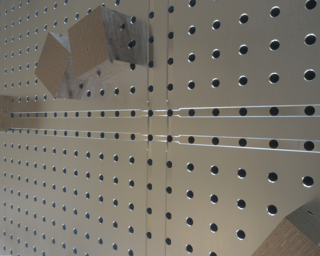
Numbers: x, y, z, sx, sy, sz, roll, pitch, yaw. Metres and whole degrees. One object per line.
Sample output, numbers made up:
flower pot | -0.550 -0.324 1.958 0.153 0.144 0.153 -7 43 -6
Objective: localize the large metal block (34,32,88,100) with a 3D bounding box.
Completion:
large metal block | -0.162 -0.105 0.529 0.080 0.050 0.080 44 117 31

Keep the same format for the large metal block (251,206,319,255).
large metal block | 0.132 0.133 0.285 0.080 0.050 0.080 43 116 31

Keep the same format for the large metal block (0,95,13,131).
large metal block | -0.384 -0.036 0.693 0.050 0.081 0.080 10 97 39

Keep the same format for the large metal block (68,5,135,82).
large metal block | -0.090 -0.123 0.469 0.080 0.050 0.080 -18 79 38
